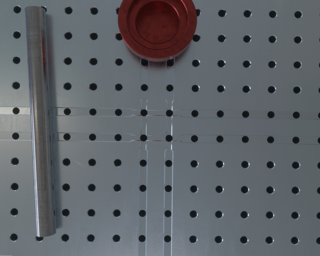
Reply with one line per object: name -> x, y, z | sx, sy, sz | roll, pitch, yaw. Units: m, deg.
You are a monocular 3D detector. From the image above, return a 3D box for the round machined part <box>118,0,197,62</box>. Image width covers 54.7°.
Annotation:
round machined part -> -0.003, -0.135, 0.405 | 0.099, 0.042, 0.097 | 0, 90, 0

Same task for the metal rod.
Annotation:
metal rod -> -0.158, -0.008, 0.412 | 0.025, 0.025, 0.298 | -3, 90, 0
